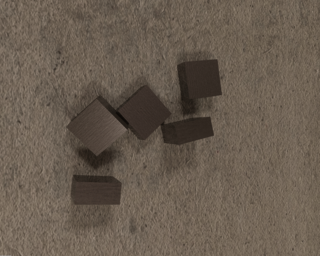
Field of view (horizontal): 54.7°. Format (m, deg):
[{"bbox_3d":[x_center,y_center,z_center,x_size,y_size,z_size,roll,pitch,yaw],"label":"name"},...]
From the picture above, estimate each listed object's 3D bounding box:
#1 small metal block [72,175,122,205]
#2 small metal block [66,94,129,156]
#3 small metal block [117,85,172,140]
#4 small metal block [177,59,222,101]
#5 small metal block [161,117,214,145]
[{"bbox_3d":[-0.077,0.073,0.368,0.050,0.050,0.025,5,89,-20],"label":"small metal block"},{"bbox_3d":[-0.074,-0.003,0.372,0.050,0.025,0.050,-40,105,10],"label":"small metal block"},{"bbox_3d":[-0.022,-0.020,0.402,0.050,0.025,0.050,-45,104,-15],"label":"small metal block"},{"bbox_3d":[0.055,-0.067,0.431,0.050,0.025,0.050,-9,93,-20],"label":"small metal block"},{"bbox_3d":[0.035,0.003,0.410,0.050,0.050,0.025,-13,95,-20],"label":"small metal block"}]
